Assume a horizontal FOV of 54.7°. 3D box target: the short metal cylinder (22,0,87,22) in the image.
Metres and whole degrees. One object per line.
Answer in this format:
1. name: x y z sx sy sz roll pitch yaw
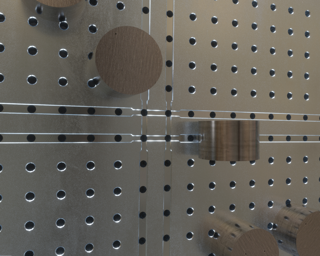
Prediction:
1. short metal cylinder: -0.121 -0.169 0.354 0.081 0.050 0.079 0 90 -20

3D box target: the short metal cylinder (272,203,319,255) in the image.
1. short metal cylinder: 0.225 0.163 0.483 0.081 0.050 0.079 0 90 -20

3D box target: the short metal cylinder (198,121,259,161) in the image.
1. short metal cylinder: 0.092 0.015 0.417 0.081 0.080 0.050 0 90 -20

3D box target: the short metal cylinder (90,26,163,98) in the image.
1. short metal cylinder: -0.043 -0.079 0.383 0.081 0.050 0.079 0 90 -20

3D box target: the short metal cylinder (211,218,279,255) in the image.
1. short metal cylinder: 0.121 0.177 0.444 0.081 0.050 0.079 0 90 -20
